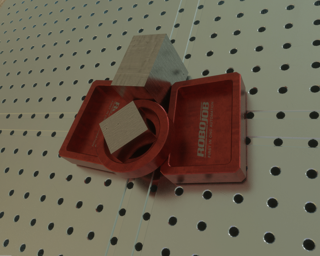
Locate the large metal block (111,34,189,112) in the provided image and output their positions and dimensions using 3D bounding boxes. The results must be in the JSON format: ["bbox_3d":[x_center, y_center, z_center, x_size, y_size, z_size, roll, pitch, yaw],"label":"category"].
[{"bbox_3d":[-0.010,-0.066,0.414,0.050,0.080,0.080,7,65,31],"label":"large metal block"}]

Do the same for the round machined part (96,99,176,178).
[{"bbox_3d":[-0.026,0.016,0.384,0.098,0.042,0.098,-13,56,21],"label":"round machined part"}]

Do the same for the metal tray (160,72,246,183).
[{"bbox_3d":[0.054,-0.001,0.372,0.090,0.030,0.130,-6,59,25],"label":"metal tray"}]

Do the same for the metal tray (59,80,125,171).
[{"bbox_3d":[-0.079,-0.007,0.446,0.090,0.030,0.130,7,65,31],"label":"metal tray"}]

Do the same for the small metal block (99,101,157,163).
[{"bbox_3d":[-0.038,0.004,0.367,0.050,0.025,0.050,-34,51,6],"label":"small metal block"}]
